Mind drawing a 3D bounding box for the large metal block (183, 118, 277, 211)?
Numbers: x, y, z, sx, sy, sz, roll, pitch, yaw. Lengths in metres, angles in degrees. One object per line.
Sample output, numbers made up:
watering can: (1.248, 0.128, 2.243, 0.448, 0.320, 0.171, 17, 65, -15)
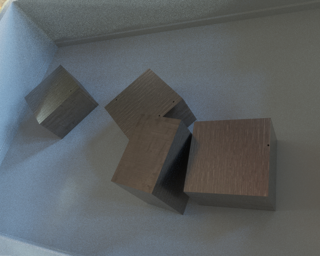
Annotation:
large metal block: (0.077, 0.038, 0.326, 0.080, 0.050, 0.080, -2, 61, 27)

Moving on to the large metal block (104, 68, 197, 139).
large metal block: (-0.013, -0.019, 0.409, 0.080, 0.050, 0.080, -42, 51, -1)

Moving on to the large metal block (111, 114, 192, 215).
large metal block: (0.003, 0.041, 0.344, 0.050, 0.080, 0.080, 10, 67, 32)

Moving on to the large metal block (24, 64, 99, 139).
large metal block: (-0.159, -0.043, 0.500, 0.080, 0.050, 0.080, -44, 51, -2)
